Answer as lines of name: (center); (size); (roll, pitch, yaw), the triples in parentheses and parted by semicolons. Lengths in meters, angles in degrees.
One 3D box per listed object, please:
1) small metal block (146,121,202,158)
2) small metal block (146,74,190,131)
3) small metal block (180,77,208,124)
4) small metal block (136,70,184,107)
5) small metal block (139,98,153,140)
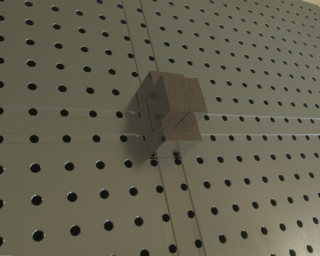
small metal block: (0.016, 0.015, 0.390); (0.050, 0.050, 0.025); (1, 61, -27)
small metal block: (0.008, -0.030, 0.381); (0.025, 0.050, 0.050); (2, 61, -28)
small metal block: (0.031, -0.029, 0.394); (0.025, 0.050, 0.050); (1, 61, -26)
small metal block: (0.002, -0.051, 0.422); (0.050, 0.050, 0.025); (2, 61, -27)
small metal block: (0.003, -0.012, 0.416); (0.050, 0.025, 0.050); (1, 61, -26)
